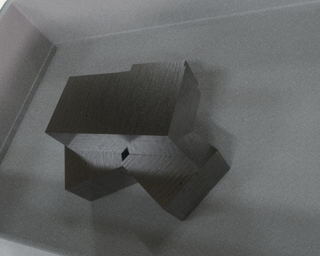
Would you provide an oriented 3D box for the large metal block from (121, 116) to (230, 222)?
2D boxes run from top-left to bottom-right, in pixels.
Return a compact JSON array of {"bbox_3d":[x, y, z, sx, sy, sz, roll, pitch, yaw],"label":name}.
[{"bbox_3d":[0.017,0.043,0.351,0.080,0.050,0.080,-47,51,-5],"label":"large metal block"}]

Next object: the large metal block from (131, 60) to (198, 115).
[{"bbox_3d":[-0.002,-0.041,0.414,0.080,0.050,0.080,2,62,29],"label":"large metal block"}]

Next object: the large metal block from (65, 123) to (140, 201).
[{"bbox_3d":[-0.075,0.038,0.404,0.080,0.050,0.080,-23,53,14],"label":"large metal block"}]

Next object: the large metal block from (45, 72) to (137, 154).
[{"bbox_3d":[-0.078,-0.018,0.375,0.080,0.050,0.080,1,62,28],"label":"large metal block"}]

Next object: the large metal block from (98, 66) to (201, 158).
[{"bbox_3d":[-0.008,-0.017,0.336,0.080,0.050,0.080,1,62,28],"label":"large metal block"}]
